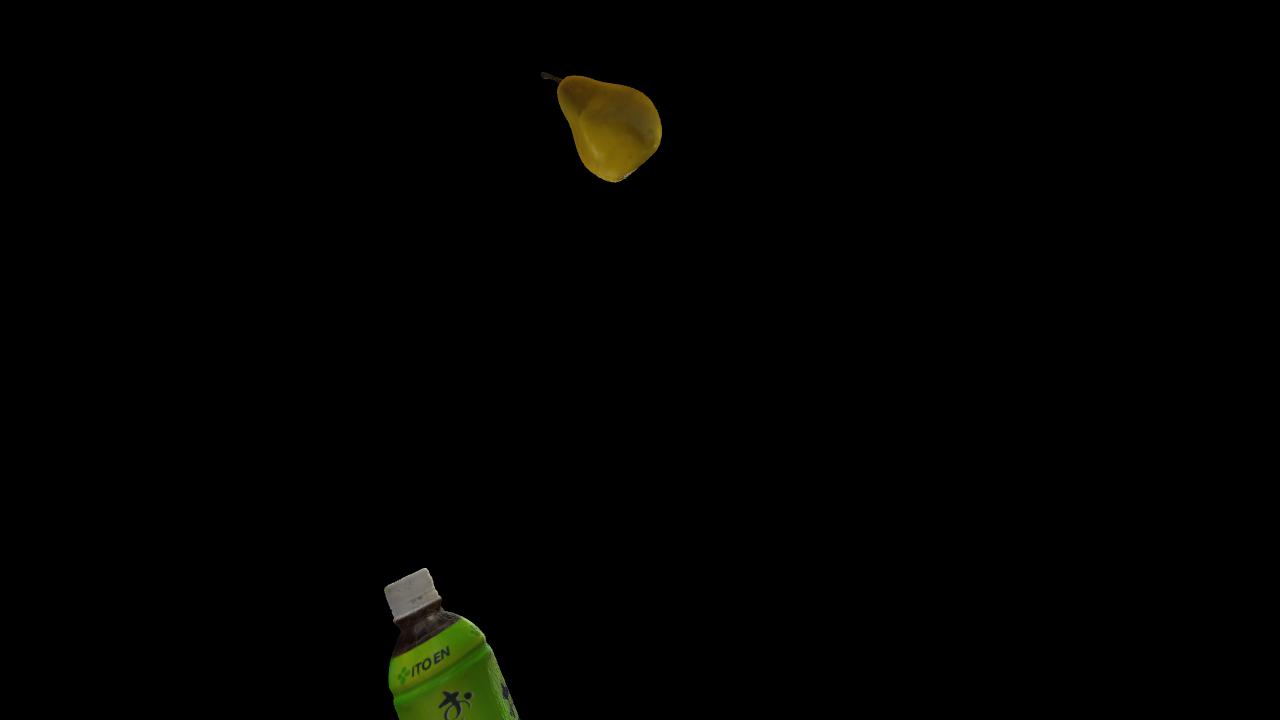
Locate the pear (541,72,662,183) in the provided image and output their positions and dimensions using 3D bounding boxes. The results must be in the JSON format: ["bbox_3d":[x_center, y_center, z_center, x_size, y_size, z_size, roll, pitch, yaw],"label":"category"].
[{"bbox_3d":[-0.034,-0.209,0.518,0.080,0.111,0.080,-39,15,12],"label":"pear"}]

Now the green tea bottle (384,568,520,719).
[{"bbox_3d":[-0.118,0.244,0.410,0.073,0.212,0.073,-27,-9,-5],"label":"green tea bottle"}]
